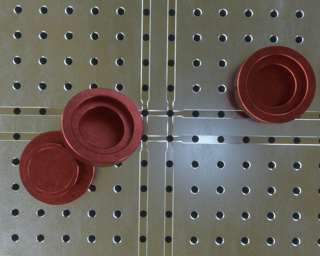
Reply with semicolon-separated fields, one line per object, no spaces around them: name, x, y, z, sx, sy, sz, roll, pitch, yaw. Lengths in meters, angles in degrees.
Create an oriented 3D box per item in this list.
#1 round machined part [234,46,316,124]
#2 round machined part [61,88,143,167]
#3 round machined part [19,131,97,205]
round machined part;0.146;-0.054;0.406;0.099;0.042;0.097;0;90;0
round machined part;-0.074;0.002;0.391;0.099;0.042;0.098;8;66;-19
round machined part;-0.135;0.052;0.404;0.099;0.042;0.097;0;90;0
